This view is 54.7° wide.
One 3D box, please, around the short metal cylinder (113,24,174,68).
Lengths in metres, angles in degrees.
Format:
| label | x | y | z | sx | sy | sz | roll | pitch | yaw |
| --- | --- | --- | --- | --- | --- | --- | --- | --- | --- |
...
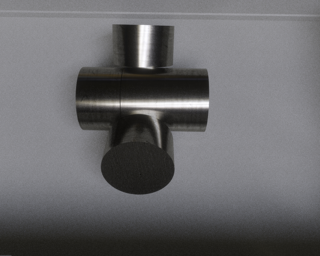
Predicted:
| label | x | y | z | sx | sy | sz | roll | pitch | yaw |
| --- | --- | --- | --- | --- | --- | --- | --- | --- | --- |
| short metal cylinder | -0.022 | -0.110 | 0.411 | 0.080 | 0.080 | 0.050 | 2 | 108 | 0 |

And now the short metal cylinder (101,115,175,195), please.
| label | x | y | z | sx | sy | sz | roll | pitch | yaw |
| --- | --- | --- | --- | --- | --- | --- | --- | --- | --- |
| short metal cylinder | -0.024 | 0.031 | 0.359 | 0.081 | 0.079 | 0.050 | 0 | 36 | 0 |

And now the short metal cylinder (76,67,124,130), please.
| label | x | y | z | sx | sy | sz | roll | pitch | yaw |
| --- | --- | --- | --- | --- | --- | --- | --- | --- | --- |
| short metal cylinder | -0.070 | -0.037 | 0.392 | 0.050 | 0.080 | 0.080 | 1 | 70 | 1 |

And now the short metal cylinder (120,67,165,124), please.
| label | x | y | z | sx | sy | sz | roll | pitch | yaw |
| --- | --- | --- | --- | --- | --- | --- | --- | --- | --- |
| short metal cylinder | -0.019 | -0.036 | 0.391 | 0.050 | 0.080 | 0.080 | 1 | 70 | 1 |

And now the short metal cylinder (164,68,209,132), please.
| label | x | y | z | sx | sy | sz | roll | pitch | yaw |
| --- | --- | --- | --- | --- | --- | --- | --- | --- | --- |
| short metal cylinder | 0.031 | -0.035 | 0.392 | 0.050 | 0.080 | 0.080 | 1 | 70 | 1 |
